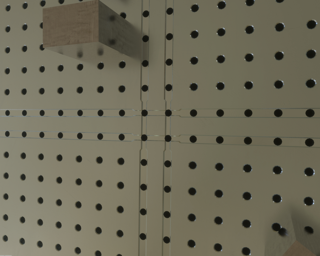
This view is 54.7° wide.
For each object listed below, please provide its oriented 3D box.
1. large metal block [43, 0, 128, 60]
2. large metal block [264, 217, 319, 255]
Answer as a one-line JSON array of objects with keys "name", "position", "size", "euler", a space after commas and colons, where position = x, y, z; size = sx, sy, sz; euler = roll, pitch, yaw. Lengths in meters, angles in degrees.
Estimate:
[{"name": "large metal block", "position": [-0.097, -0.127, 0.416], "size": [0.080, 0.080, 0.050], "euler": [0, 90, 19]}, {"name": "large metal block", "position": [0.160, 0.150, 0.327], "size": [0.080, 0.080, 0.050], "euler": [38, 102, 15]}]
